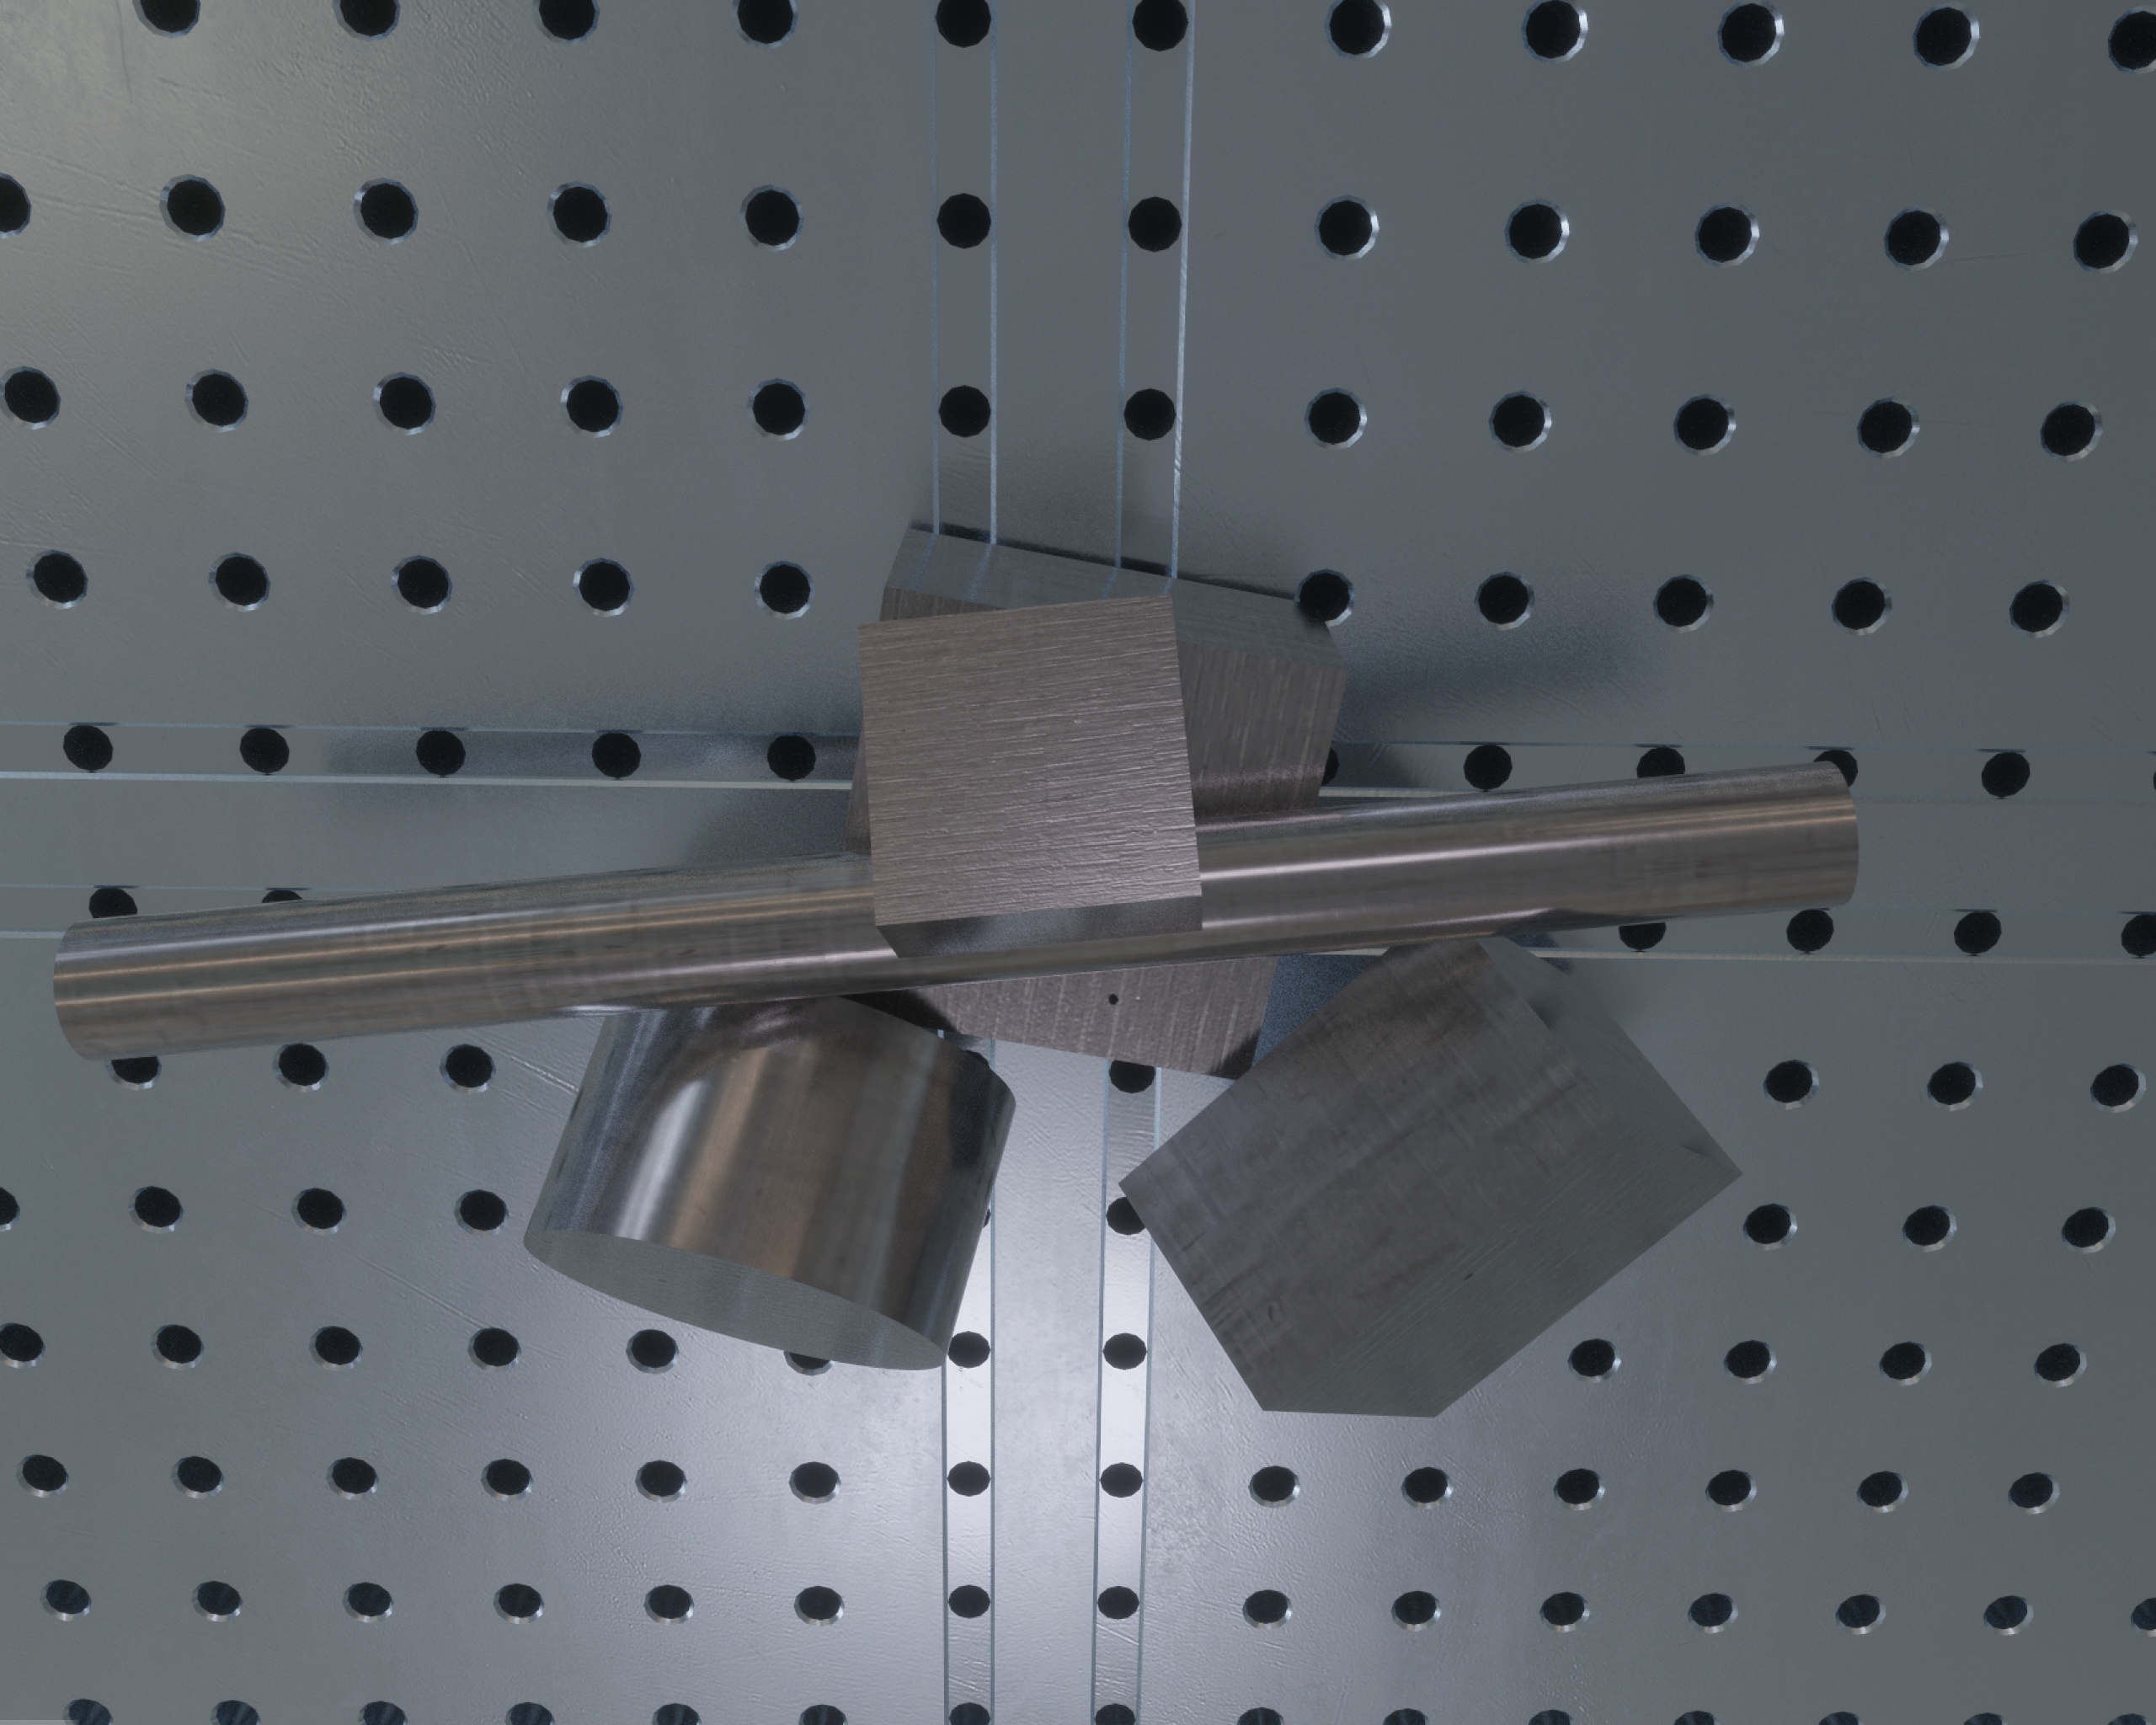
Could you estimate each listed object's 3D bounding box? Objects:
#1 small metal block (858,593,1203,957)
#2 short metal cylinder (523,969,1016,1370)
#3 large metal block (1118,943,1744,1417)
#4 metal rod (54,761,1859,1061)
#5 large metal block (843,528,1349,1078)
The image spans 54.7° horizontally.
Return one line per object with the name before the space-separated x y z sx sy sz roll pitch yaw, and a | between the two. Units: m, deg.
small metal block | -0.007 -0.013 0.338 0.050 0.025 0.050 -5 75 2
short metal cylinder | -0.057 0.060 0.395 0.080 0.080 0.050 18 66 -7
large metal block | 0.069 0.060 0.396 0.080 0.050 0.080 -43 149 14
metal rod | -0.022 0.009 0.359 0.302 0.025 0.025 -5 110 2
large metal block | -0.001 -0.012 0.392 0.081 0.050 0.079 10 110 -4
